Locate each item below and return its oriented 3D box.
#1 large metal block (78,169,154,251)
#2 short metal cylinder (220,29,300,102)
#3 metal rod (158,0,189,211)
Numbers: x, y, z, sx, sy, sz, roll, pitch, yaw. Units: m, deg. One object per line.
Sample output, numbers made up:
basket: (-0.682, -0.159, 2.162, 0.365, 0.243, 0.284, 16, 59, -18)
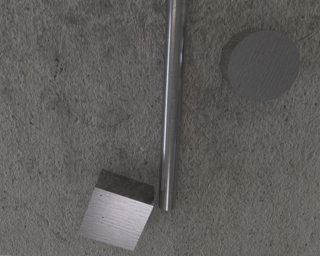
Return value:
large metal block: (-0.060, 0.115, 0.438, 0.080, 0.050, 0.079, 20, 109, -8)
short metal cylinder: (0.116, -0.076, 0.369, 0.081, 0.050, 0.079, 0, 110, 0)
metal rod: (0.016, -0.027, 0.399, 0.025, 0.025, 0.298, 2, 110, -1)
